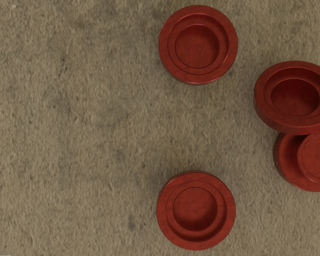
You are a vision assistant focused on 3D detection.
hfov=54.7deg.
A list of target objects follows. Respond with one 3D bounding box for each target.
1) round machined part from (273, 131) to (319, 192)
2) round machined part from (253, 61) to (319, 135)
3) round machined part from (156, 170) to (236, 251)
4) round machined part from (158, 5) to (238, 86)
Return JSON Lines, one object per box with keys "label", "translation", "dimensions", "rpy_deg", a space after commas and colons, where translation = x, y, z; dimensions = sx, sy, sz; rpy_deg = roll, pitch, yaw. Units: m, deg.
{"label": "round machined part", "translation": [0.204, 0.035, 0.404], "dimensions": [0.099, 0.042, 0.097], "rpy_deg": [0, 90, -1]}
{"label": "round machined part", "translation": [0.168, -0.034, 0.390], "dimensions": [0.098, 0.042, 0.098], "rpy_deg": [-5, 61, 9]}
{"label": "round machined part", "translation": [0.045, 0.103, 0.402], "dimensions": [0.099, 0.042, 0.097], "rpy_deg": [0, 90, -1]}
{"label": "round machined part", "translation": [0.047, -0.103, 0.402], "dimensions": [0.099, 0.042, 0.097], "rpy_deg": [0, 90, -1]}
